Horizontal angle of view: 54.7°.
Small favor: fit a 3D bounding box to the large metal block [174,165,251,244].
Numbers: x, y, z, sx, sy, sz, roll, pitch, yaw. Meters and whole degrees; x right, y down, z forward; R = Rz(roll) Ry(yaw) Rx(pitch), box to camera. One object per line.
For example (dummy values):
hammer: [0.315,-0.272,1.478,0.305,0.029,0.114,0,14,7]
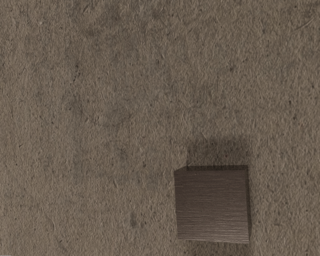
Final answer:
large metal block: [0.065,0.088,0.372,0.080,0.050,0.079,-4,89,19]
